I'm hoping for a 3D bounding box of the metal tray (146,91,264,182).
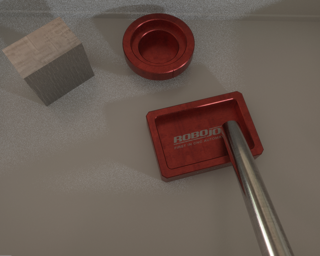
[{"bbox_3d":[0.055,0.010,0.403,0.131,0.030,0.090,-14,71,-6],"label":"metal tray"}]

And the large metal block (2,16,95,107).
[{"bbox_3d":[-0.142,-0.085,0.410,0.080,0.080,0.050,-37,74,-12],"label":"large metal block"}]

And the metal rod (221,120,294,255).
[{"bbox_3d":[0.098,0.092,0.279,0.025,0.025,0.300,-3,38,-1],"label":"metal rod"}]

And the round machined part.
[{"bbox_3d":[-0.002,-0.110,0.441,0.099,0.042,0.098,0,70,-1],"label":"round machined part"}]
